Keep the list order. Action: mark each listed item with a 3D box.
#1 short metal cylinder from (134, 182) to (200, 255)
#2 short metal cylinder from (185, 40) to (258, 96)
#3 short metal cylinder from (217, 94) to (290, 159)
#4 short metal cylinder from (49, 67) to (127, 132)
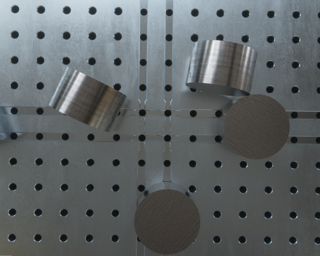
[{"bbox_3d":[0.009,0.114,0.401,0.081,0.050,0.079,0,90,-1],"label":"short metal cylinder"},{"bbox_3d":[0.076,-0.072,0.387,0.080,0.080,0.050,10,90,-1],"label":"short metal cylinder"},{"bbox_3d":[0.118,-0.002,0.403,0.081,0.050,0.079,0,90,-1],"label":"short metal cylinder"},{"bbox_3d":[-0.088,-0.035,0.385,0.080,0.080,0.050,26,90,-1],"label":"short metal cylinder"}]
